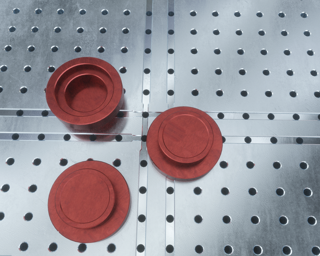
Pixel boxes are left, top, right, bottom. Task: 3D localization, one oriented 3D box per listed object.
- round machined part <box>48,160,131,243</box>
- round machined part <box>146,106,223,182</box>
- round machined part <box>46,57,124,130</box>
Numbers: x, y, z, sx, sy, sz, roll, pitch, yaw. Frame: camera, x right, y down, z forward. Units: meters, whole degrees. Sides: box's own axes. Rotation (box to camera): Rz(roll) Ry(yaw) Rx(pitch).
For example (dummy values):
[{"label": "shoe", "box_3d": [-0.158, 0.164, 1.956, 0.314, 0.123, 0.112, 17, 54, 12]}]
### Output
[{"label": "round machined part", "box_3d": [-0.085, 0.086, 0.371, 0.099, 0.042, 0.098, 0, 70, 0]}, {"label": "round machined part", "box_3d": [0.031, 0.016, 0.397, 0.099, 0.042, 0.098, 0, 70, 0]}, {"label": "round machined part", "box_3d": [-0.098, -0.043, 0.418, 0.099, 0.042, 0.098, 0, 70, 0]}]
